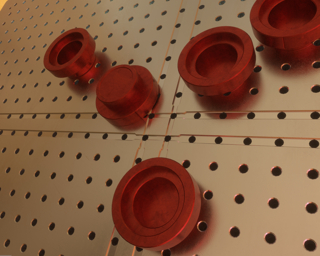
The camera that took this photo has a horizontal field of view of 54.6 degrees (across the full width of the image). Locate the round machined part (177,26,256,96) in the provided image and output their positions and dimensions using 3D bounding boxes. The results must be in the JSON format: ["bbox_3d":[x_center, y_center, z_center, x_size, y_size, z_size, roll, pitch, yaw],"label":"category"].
[{"bbox_3d":[0.076,-0.083,0.409,0.098,0.042,0.098,-13,56,21],"label":"round machined part"}]

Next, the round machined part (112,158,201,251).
[{"bbox_3d":[-0.001,0.086,0.346,0.098,0.042,0.098,-13,56,21],"label":"round machined part"}]

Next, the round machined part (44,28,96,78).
[{"bbox_3d":[-0.157,-0.130,0.561,0.098,0.042,0.098,-13,56,21],"label":"round machined part"}]

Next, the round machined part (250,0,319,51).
[{"bbox_3d":[0.168,-0.138,0.394,0.098,0.042,0.098,-13,56,21],"label":"round machined part"}]

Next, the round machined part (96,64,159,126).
[{"bbox_3d":[-0.055,-0.055,0.461,0.098,0.042,0.098,-13,56,21],"label":"round machined part"}]
